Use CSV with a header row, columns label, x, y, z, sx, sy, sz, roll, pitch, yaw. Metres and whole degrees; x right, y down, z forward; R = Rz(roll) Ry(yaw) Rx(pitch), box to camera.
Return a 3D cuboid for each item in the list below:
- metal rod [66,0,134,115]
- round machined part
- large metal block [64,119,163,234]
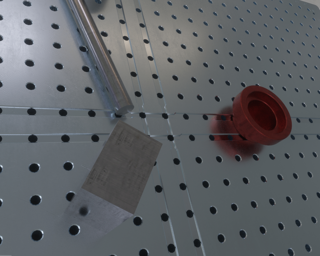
label,x,y,z,sx,sy,sz,roll,pitch,yaw
metal rod,-0.107,-0.151,0.442,0.025,0.025,0.299,-14,69,-34
round machined part,0.155,-0.016,0.491,0.099,0.042,0.098,14,56,-21
large metal block,-0.048,0.051,0.316,0.050,0.080,0.080,30,52,-9
